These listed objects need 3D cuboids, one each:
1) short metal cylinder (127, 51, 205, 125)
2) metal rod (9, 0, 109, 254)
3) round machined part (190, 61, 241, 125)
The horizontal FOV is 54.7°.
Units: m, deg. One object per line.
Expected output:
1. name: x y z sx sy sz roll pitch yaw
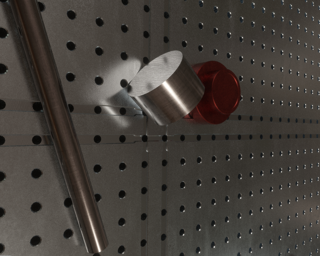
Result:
1. short metal cylinder: 0.007 -0.049 0.381 0.050 0.080 0.080 49 61 -29
2. metal rod: -0.104 -0.008 0.322 0.025 0.025 0.298 -22 104 -38
3. round machined part: 0.086 -0.054 0.473 0.099 0.042 0.097 0 90 -40
